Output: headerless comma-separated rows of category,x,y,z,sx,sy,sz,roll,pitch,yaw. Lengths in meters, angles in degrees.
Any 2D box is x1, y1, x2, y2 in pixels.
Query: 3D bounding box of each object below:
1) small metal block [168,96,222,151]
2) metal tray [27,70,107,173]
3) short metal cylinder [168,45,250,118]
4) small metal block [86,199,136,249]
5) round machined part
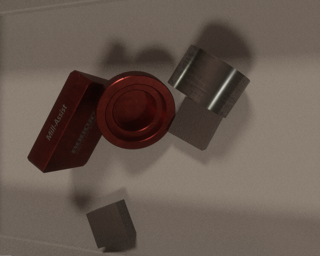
small metal block,0.046,-0.006,0.394,0.050,0.025,0.050,29,99,17
metal tray,-0.108,-0.006,0.412,0.030,0.090,0.129,34,101,18
short metal cylinder,0.056,-0.054,0.361,0.080,0.080,0.050,35,101,16
small metal block,-0.068,0.134,0.433,0.050,0.025,0.050,-24,82,18
round machined part,-0.034,-0.025,0.394,0.099,0.042,0.097,-7,116,-15
